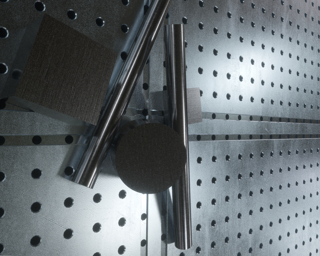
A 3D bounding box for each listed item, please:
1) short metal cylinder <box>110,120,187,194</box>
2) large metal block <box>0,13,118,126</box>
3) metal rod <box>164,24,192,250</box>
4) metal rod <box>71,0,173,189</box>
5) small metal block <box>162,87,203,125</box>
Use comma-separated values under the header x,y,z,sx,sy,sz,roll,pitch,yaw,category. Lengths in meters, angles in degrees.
x,y,z,sx,sy,sz,roll,pitch,yaw,category
-0.015,0.031,0.363,0.081,0.050,0.079,-2,97,-16,short metal cylinder
-0.099,-0.053,0.311,0.080,0.050,0.080,23,75,-38,large metal block
0.025,0.021,0.407,0.025,0.025,0.298,-14,107,-39,metal rod
-0.034,-0.072,0.381,0.025,0.025,0.299,33,69,-36,metal rod
0.032,-0.030,0.438,0.050,0.025,0.050,-10,97,-40,small metal block
